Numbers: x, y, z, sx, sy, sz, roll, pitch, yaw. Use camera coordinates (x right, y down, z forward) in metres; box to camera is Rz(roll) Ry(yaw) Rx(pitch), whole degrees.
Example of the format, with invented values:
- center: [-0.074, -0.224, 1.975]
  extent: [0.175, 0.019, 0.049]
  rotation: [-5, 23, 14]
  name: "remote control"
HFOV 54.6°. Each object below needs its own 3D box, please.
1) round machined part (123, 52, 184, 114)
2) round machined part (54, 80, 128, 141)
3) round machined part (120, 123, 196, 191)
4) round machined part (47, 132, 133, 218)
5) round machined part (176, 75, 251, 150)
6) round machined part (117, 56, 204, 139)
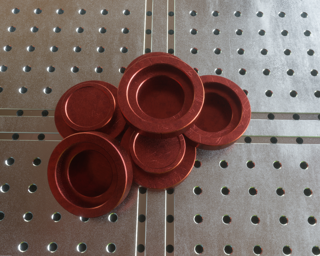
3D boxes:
- center: [-0.003, -0.064, 0.426]
  extent: [0.099, 0.042, 0.098]
  rotation: [0, 70, 0]
  name: "round machined part"
- center: [-0.090, -0.020, 0.410]
  extent: [0.099, 0.042, 0.098]
  rotation: [0, 70, 0]
  name: "round machined part"
- center: [-0.003, 0.028, 0.392]
  extent: [0.099, 0.042, 0.098]
  rotation: [0, 70, 0]
  name: "round machined part"
- center: [-0.079, 0.052, 0.369]
  extent: [0.098, 0.042, 0.097]
  rotation: [1, 93, 14]
  name: "round machined part"
- center: [0.065, -0.017, 0.409]
  extent: [0.099, 0.042, 0.098]
  rotation: [0, 70, 0]
  name: "round machined part"
- center: [0.001, -0.033, 0.369]
  extent: [0.099, 0.042, 0.098]
  rotation: [0, 70, 0]
  name: "round machined part"
